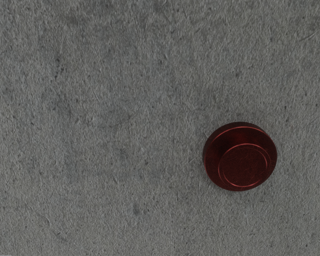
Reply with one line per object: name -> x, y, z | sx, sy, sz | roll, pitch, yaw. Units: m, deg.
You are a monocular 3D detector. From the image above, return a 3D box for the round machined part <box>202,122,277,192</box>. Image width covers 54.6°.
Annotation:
round machined part -> 0.109, 0.044, 0.418 | 0.099, 0.042, 0.097 | 0, 110, 0
